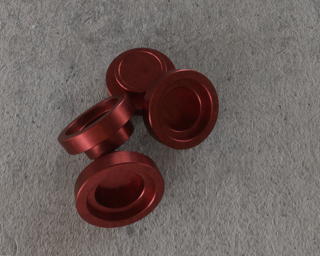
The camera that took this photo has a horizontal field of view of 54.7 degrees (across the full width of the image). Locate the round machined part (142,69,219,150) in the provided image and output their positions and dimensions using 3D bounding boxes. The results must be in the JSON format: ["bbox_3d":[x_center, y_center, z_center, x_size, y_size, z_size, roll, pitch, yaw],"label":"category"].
[{"bbox_3d":[0.022,-0.025,0.391,0.099,0.042,0.097,-6,102,-27],"label":"round machined part"}]

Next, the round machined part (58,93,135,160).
[{"bbox_3d":[-0.071,0.002,0.379,0.098,0.098,0.042,-38,111,-13],"label":"round machined part"}]

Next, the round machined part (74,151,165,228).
[{"bbox_3d":[-0.048,0.065,0.355,0.099,0.098,0.042,-21,38,-8],"label":"round machined part"}]

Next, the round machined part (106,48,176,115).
[{"bbox_3d":[-0.025,-0.070,0.424,0.099,0.042,0.098,0,70,0],"label":"round machined part"}]
